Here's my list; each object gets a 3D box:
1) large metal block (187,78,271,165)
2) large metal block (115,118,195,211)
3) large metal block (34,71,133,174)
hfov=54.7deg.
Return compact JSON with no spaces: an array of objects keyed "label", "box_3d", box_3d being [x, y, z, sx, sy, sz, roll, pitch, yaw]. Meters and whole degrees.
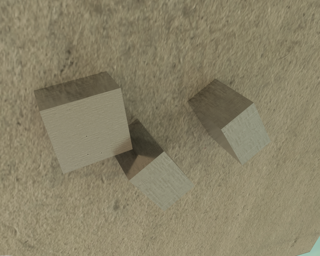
[{"label":"large metal block","box_3d":[0.093,-0.009,0.419,0.050,0.080,0.080,-40,130,-2]},{"label":"large metal block","box_3d":[-0.012,0.046,0.395,0.050,0.080,0.080,-40,130,-1]},{"label":"large metal block","box_3d":[-0.082,-0.007,0.342,0.081,0.050,0.079,-19,126,-18]}]
